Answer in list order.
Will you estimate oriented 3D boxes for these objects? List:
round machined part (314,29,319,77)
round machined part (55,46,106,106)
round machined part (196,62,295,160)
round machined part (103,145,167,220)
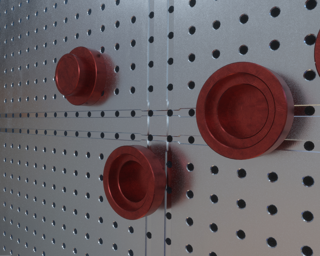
[{"bbox_3d":[0.182,-0.063,0.248,0.098,0.042,0.097,0,90,40],"label":"round machined part"},{"bbox_3d":[-0.137,-0.086,0.513,0.098,0.042,0.097,0,90,40],"label":"round machined part"},{"bbox_3d":[0.090,-0.017,0.325,0.098,0.042,0.097,0,90,40],"label":"round machined part"},{"bbox_3d":[-0.030,0.072,0.424,0.098,0.042,0.097,0,90,40],"label":"round machined part"}]
